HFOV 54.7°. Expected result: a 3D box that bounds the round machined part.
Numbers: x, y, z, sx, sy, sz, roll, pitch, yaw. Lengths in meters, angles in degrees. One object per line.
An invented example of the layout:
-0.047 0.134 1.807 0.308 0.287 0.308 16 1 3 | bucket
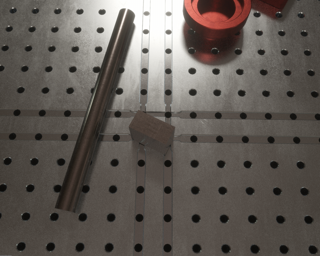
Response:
0.083 -0.176 0.468 0.099 0.042 0.098 0 70 -1 | round machined part

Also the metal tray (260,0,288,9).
0.163 -0.261 0.506 0.130 0.030 0.090 29 72 10 | metal tray

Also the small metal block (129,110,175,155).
-0.010 0.007 0.396 0.050 0.050 0.025 25 72 8 | small metal block

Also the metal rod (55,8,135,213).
-0.082 -0.037 0.424 0.025 0.025 0.299 12 70 4 | metal rod
